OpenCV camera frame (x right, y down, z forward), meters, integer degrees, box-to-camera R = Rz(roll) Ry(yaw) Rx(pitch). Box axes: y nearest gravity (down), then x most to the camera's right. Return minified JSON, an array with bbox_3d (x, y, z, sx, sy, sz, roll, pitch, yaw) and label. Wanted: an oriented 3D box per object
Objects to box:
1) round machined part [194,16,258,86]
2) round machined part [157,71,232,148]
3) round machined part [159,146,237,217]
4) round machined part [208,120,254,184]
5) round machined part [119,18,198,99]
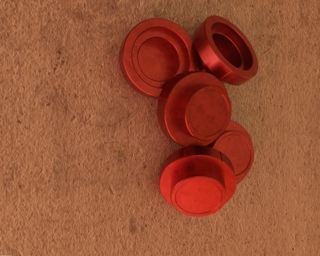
[{"bbox_3d":[0.083,-0.099,0.418,0.099,0.042,0.098,20,54,-29],"label":"round machined part"},{"bbox_3d":[0.050,-0.021,0.385,0.099,0.042,0.097,-6,104,-27],"label":"round machined part"},{"bbox_3d":[0.048,0.074,0.393,0.099,0.042,0.097,1,122,2],"label":"round machined part"},{"bbox_3d":[0.092,0.037,0.437,0.099,0.042,0.097,0,90,-21],"label":"round machined part"},{"bbox_3d":[-0.005,-0.087,0.400,0.099,0.042,0.097,0,90,-21],"label":"round machined part"}]
